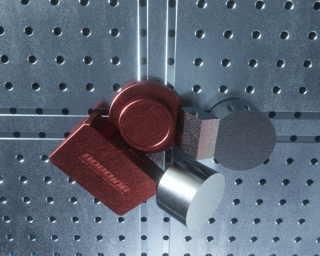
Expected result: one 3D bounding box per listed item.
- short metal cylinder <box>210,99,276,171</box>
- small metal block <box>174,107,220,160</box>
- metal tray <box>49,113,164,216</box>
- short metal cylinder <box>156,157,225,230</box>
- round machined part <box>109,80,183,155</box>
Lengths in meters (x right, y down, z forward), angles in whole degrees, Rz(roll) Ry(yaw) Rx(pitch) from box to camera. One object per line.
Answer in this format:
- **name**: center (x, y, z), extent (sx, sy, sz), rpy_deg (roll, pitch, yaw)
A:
- **short metal cylinder**: center (0.101, 0.008, 0.400), extent (0.081, 0.050, 0.079), rpy_deg (0, 110, 0)
- **small metal block**: center (0.044, 0.005, 0.379), extent (0.025, 0.050, 0.050), rpy_deg (-5, 112, -28)
- **metal tray**: center (-0.069, 0.052, 0.413), extent (0.130, 0.030, 0.090), rpy_deg (43, 120, -15)
- **short metal cylinder**: center (0.041, 0.084, 0.405), extent (0.050, 0.081, 0.079), rpy_deg (26, 115, 37)
- **round machined part**: center (-0.016, -0.010, 0.396), extent (0.099, 0.042, 0.097), rpy_deg (0, 110, 0)
